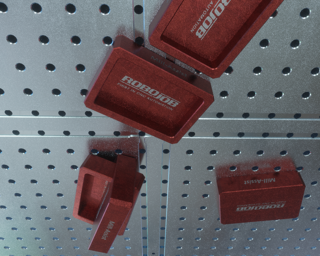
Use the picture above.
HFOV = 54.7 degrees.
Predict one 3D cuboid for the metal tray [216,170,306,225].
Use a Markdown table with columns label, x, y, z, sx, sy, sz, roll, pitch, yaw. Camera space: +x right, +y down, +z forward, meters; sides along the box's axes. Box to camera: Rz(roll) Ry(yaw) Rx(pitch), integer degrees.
| label | x | y | z | sx | sy | sz | roll | pitch | yaw |
| --- | --- | --- | --- | --- | --- | --- | --- | --- | --- |
| metal tray | 0.162 | 0.116 | 0.510 | 0.131 | 0.030 | 0.089 | -7 | 130 | 5 |

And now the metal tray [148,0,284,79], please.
| label | x | y | z | sx | sy | sz | roll | pitch | yaw |
| --- | --- | --- | --- | --- | --- | --- | --- | --- | --- |
| metal tray | 0.058 | -0.121 | 0.305 | 0.090 | 0.030 | 0.129 | 24 | 126 | -20 |

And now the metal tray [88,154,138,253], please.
| label | x | y | z | sx | sy | sz | roll | pitch | yaw |
| --- | --- | --- | --- | --- | --- | --- | --- | --- | --- |
| metal tray | -0.071 | 0.114 | 0.462 | 0.030 | 0.090 | 0.129 | 17 | 127 | -12 |

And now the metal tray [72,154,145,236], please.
| label | x | y | z | sx | sy | sz | roll | pitch | yaw |
| --- | --- | --- | --- | --- | --- | --- | --- | --- | --- |
| metal tray | -0.083 | 0.108 | 0.482 | 0.090 | 0.030 | 0.129 | 21 | 129 | 2 |

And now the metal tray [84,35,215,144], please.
| label | x | y | z | sx | sy | sz | roll | pitch | yaw |
| --- | --- | --- | --- | --- | --- | --- | --- | --- | --- |
| metal tray | -0.013 | -0.040 | 0.373 | 0.131 | 0.030 | 0.089 | 24 | 126 | -20 |
